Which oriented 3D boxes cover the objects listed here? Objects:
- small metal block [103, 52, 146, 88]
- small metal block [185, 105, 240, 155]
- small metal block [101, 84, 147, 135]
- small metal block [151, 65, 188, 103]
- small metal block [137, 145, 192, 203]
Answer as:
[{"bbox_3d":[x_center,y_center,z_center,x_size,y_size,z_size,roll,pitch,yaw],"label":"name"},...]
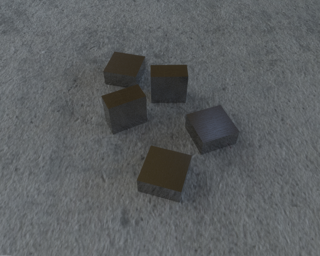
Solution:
[{"bbox_3d":[-0.053,-0.089,0.478,0.050,0.025,0.050,11,51,8],"label":"small metal block"},{"bbox_3d":[0.066,0.001,0.403,0.050,0.025,0.050,-16,52,-14],"label":"small metal block"},{"bbox_3d":[-0.046,-0.024,0.407,0.050,0.050,0.025,-21,53,-17],"label":"small metal block"},{"bbox_3d":[0.012,-0.062,0.439,0.050,0.050,0.025,-1,50,-1],"label":"small metal block"},{"bbox_3d":[0.006,0.053,0.359,0.050,0.025,0.050,13,51,10],"label":"small metal block"}]
